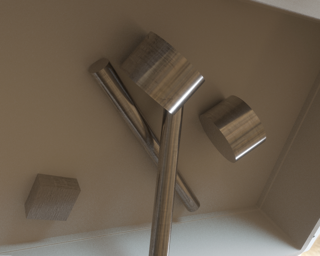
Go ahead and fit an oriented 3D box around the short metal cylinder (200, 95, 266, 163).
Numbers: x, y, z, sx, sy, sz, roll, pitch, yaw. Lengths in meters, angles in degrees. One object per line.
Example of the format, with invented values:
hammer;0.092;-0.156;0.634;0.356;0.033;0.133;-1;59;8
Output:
short metal cylinder;0.100;0.002;0.431;0.050;0.080;0.080;-34;129;-6

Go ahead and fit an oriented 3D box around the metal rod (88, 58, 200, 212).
metal rod;-0.005;0.032;0.427;0.025;0.025;0.299;-36;130;-5

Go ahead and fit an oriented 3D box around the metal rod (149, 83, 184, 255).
metal rod;0.005;0.092;0.388;0.025;0.025;0.298;6;89;-32

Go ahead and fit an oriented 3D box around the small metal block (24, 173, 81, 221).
small metal block;-0.135;0.088;0.390;0.050;0.025;0.050;16;110;-35

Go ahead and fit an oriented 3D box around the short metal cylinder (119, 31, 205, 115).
short metal cylinder;0.002;-0.059;0.339;0.050;0.080;0.080;-48;129;6
